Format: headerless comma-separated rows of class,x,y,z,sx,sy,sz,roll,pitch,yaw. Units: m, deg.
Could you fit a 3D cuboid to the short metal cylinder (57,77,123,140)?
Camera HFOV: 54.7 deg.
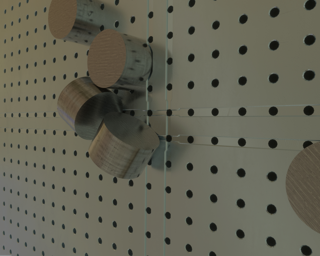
short metal cylinder,-0.103,-0.029,0.458,0.050,0.081,0.079,39,114,33

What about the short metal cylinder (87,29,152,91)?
short metal cylinder,-0.058,-0.095,0.441,0.080,0.050,0.079,0,90,40

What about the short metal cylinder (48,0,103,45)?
short metal cylinder,-0.139,-0.181,0.508,0.080,0.050,0.079,0,90,40

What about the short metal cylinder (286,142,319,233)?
short metal cylinder,0.157,0.049,0.264,0.080,0.050,0.079,0,90,40

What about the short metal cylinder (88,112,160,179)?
short metal cylinder,-0.048,0.022,0.413,0.080,0.081,0.050,45,117,30
